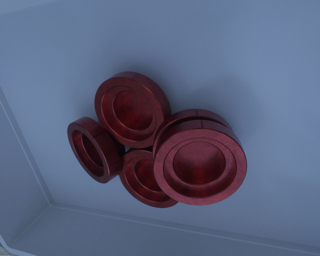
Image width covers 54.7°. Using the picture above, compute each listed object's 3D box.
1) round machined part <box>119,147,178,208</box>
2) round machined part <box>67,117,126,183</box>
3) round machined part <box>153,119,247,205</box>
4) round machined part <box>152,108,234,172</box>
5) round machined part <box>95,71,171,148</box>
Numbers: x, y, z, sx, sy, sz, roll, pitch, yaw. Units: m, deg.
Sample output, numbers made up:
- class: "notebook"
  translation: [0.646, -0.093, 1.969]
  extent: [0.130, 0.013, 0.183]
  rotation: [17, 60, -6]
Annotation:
- class: "round machined part"
  translation: [-0.006, 0.061, 0.436]
  extent: [0.098, 0.042, 0.097]
  rotation: [13, 124, 21]
- class: "round machined part"
  translation: [-0.087, 0.027, 0.445]
  extent: [0.098, 0.042, 0.097]
  rotation: [31, 138, 34]
- class: "round machined part"
  translation: [0.043, 0.034, 0.344]
  extent: [0.099, 0.042, 0.097]
  rotation: [1, 116, 3]
- class: "round machined part"
  translation: [0.041, 0.021, 0.373]
  extent: [0.099, 0.042, 0.097]
  rotation: [1, 116, 3]
- class: "round machined part"
  translation: [-0.030, -0.026, 0.395]
  extent: [0.098, 0.042, 0.097]
  rotation: [13, 124, 21]
